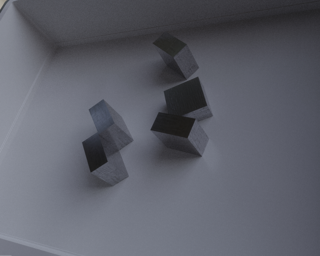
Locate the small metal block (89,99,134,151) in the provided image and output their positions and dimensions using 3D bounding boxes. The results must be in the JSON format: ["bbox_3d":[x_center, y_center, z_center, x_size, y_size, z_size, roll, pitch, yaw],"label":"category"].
[{"bbox_3d":[-0.067,-0.004,0.428,0.025,0.050,0.050,-35,51,5],"label":"small metal block"}]

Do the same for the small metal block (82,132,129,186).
[{"bbox_3d":[-0.071,0.041,0.402,0.025,0.050,0.050,-33,52,7],"label":"small metal block"}]

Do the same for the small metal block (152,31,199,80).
[{"bbox_3d":[0.023,-0.103,0.441,0.025,0.050,0.050,-44,51,-2],"label":"small metal block"}]

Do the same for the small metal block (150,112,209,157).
[{"bbox_3d":[0.025,0.008,0.372,0.050,0.050,0.025,12,68,33],"label":"small metal block"}]

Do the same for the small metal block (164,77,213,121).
[{"bbox_3d":[0.037,-0.033,0.407,0.050,0.025,0.050,-22,54,15],"label":"small metal block"}]
